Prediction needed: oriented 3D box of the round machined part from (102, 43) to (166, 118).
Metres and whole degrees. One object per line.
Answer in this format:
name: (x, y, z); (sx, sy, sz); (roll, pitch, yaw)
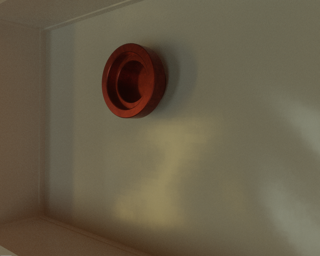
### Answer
round machined part: (-0.031, -0.062, 0.419); (0.098, 0.042, 0.097); (0, 90, 39)
